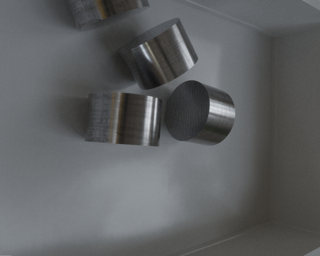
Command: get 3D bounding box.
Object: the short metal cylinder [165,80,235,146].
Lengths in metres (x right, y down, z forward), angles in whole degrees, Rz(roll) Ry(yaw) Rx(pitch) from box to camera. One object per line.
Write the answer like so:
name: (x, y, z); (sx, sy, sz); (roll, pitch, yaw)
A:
short metal cylinder: (0.052, -0.019, 0.414); (0.050, 0.080, 0.080); (12, 82, -40)

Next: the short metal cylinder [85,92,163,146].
short metal cylinder: (-0.039, -0.008, 0.338); (0.081, 0.080, 0.050); (7, 86, -40)

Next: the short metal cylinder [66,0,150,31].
short metal cylinder: (-0.057, -0.138, 0.323); (0.081, 0.080, 0.050); (-31, 110, -36)

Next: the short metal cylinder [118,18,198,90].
short metal cylinder: (-0.002, -0.088, 0.369); (0.080, 0.080, 0.050); (-45, 117, -31)
